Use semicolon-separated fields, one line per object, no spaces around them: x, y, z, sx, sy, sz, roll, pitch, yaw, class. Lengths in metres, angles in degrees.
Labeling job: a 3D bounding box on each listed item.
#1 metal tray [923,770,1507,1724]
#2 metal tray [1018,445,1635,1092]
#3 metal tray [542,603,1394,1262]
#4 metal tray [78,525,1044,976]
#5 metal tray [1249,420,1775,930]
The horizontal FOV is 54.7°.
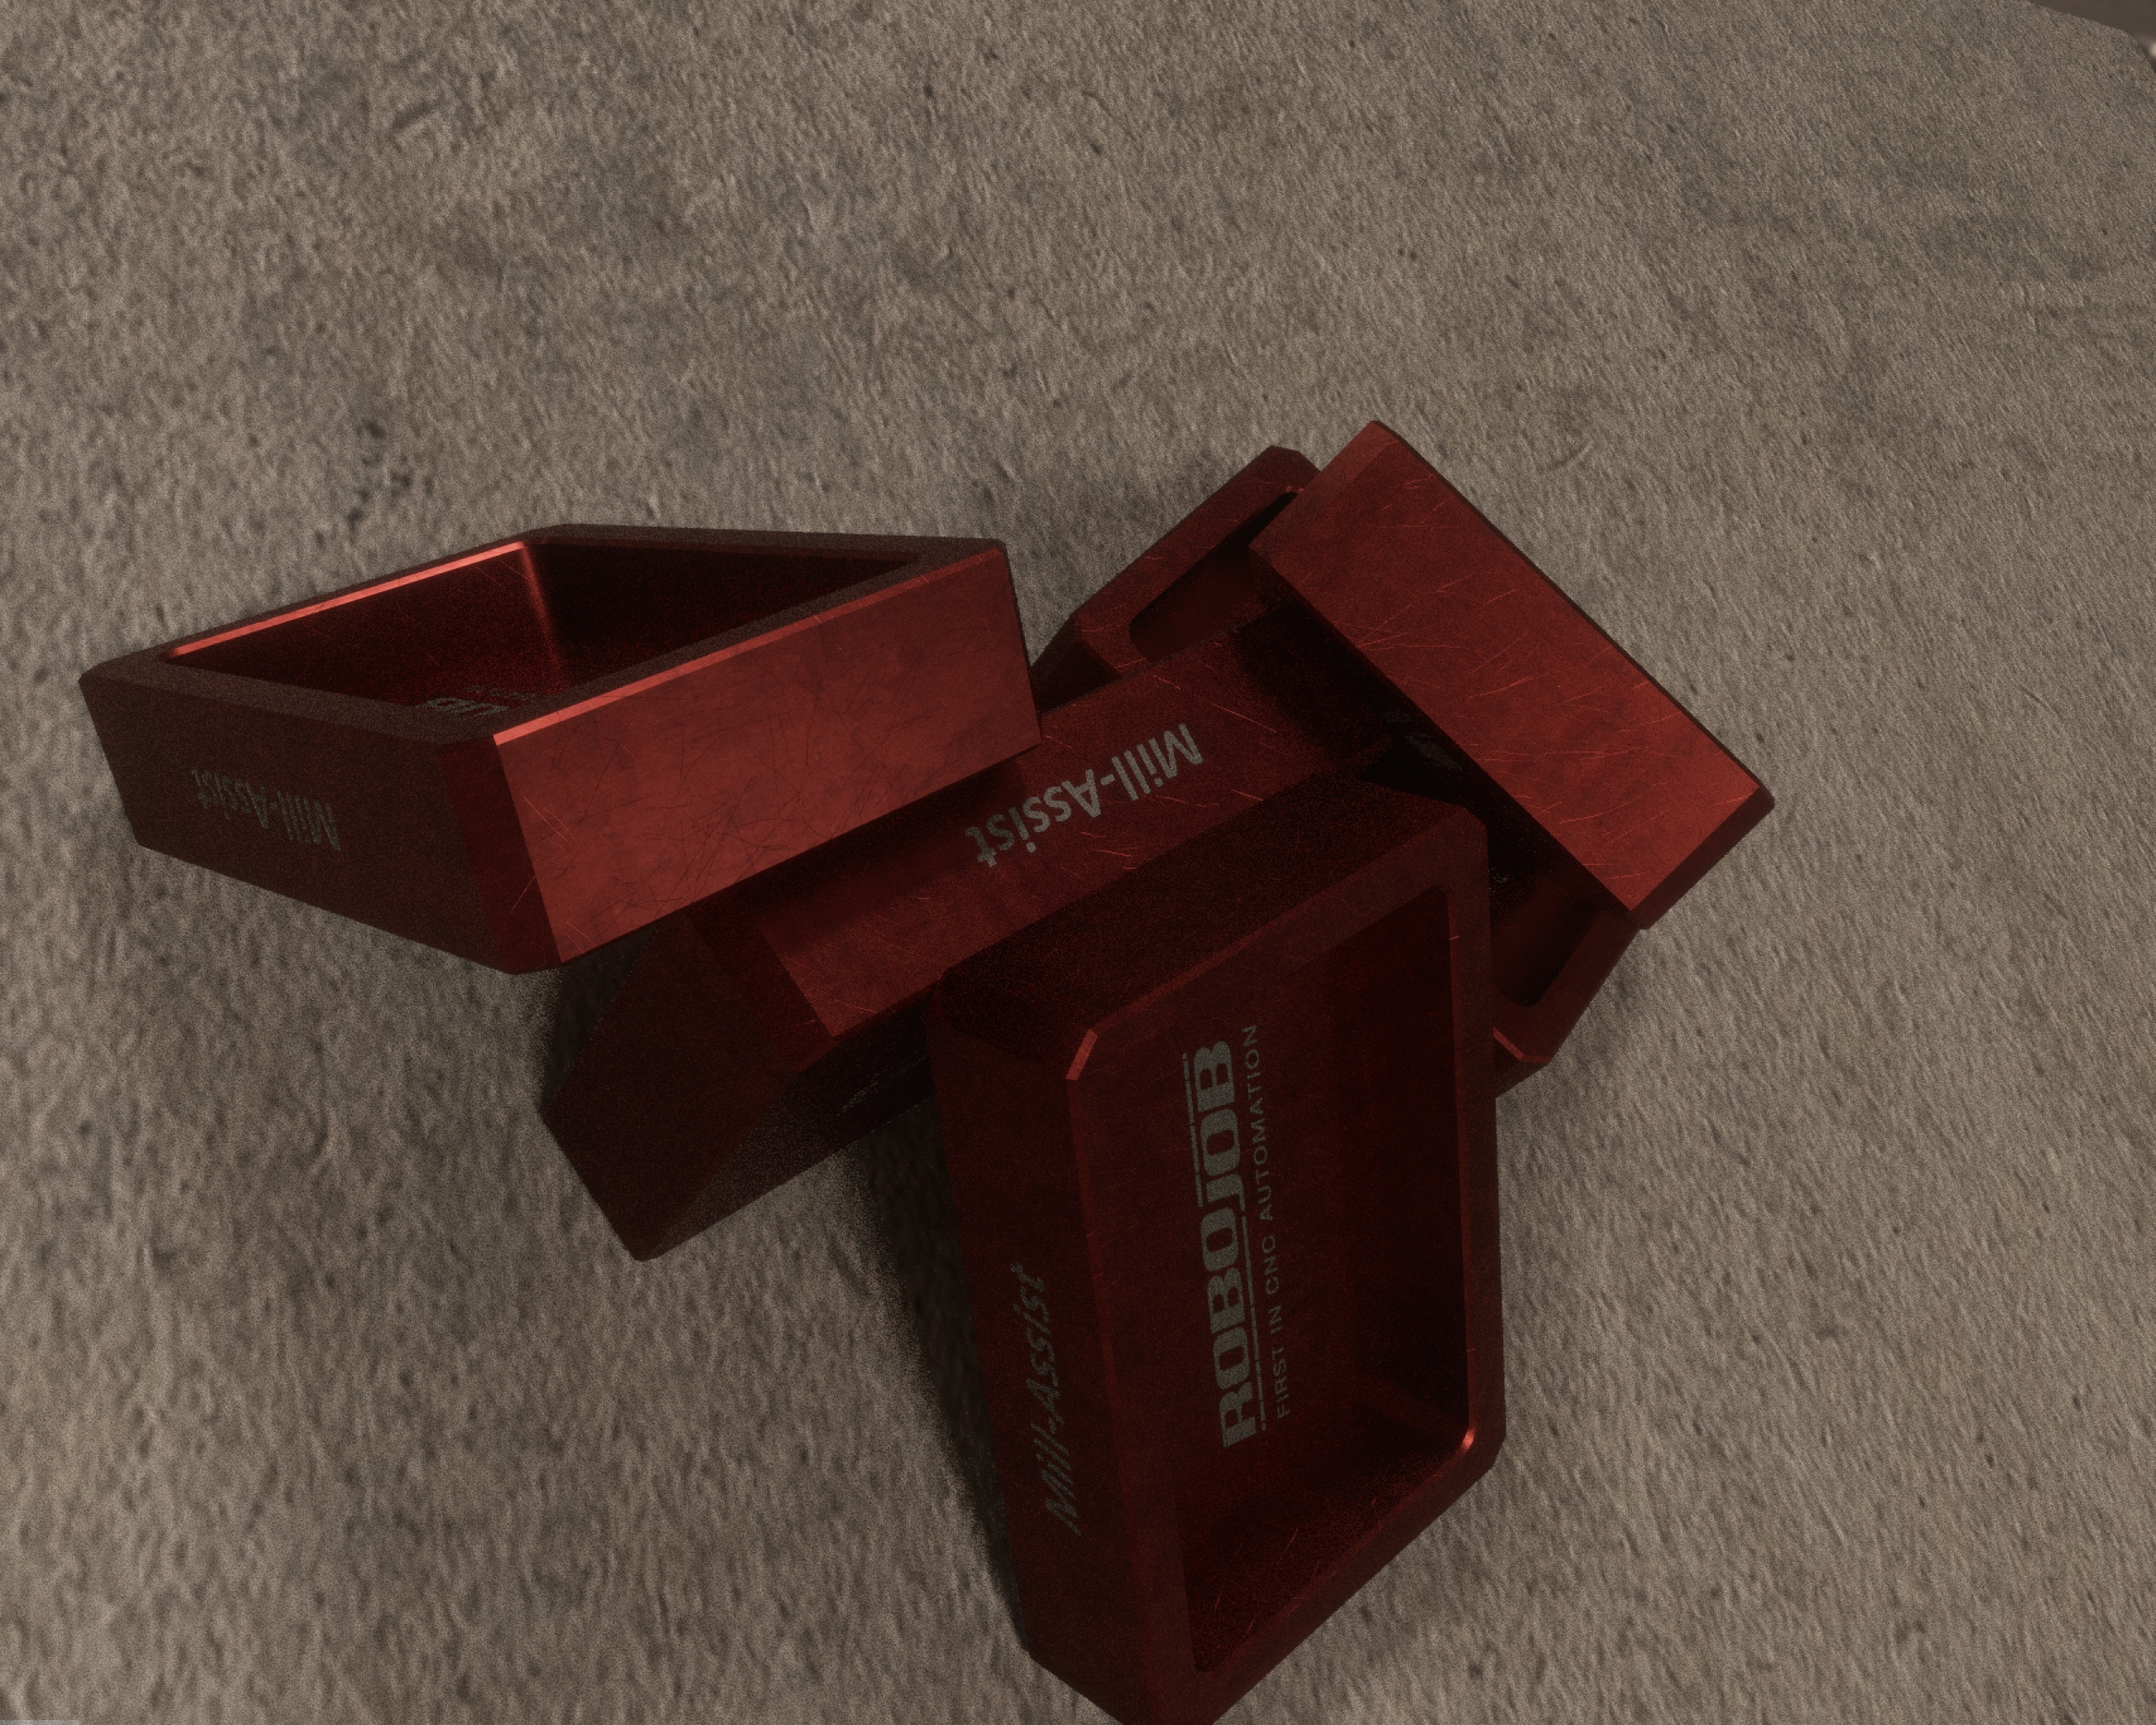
0.027;0.061;0.328;0.091;0.030;0.129;-28;122;-37;metal tray
0.062;-0.020;0.450;0.130;0.030;0.090;44;51;2;metal tray
-0.017;0.010;0.349;0.131;0.090;0.030;-28;78;-38;metal tray
-0.081;-0.024;0.317;0.091;0.130;0.030;-27;116;-38;metal tray
0.076;-0.034;0.397;0.090;0.030;0.130;44;6;1;metal tray
